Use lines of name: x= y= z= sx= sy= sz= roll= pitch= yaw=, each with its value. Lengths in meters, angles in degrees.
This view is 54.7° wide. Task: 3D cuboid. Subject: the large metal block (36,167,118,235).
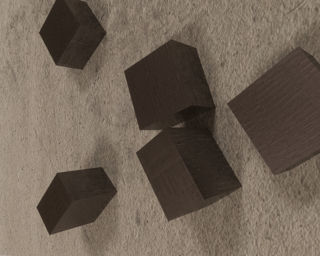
large metal block: x=-0.126 y=0.108 z=0.470 sx=0.050 sy=0.081 sz=0.080 roll=51 pitch=120 yaw=27

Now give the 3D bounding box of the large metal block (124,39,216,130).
large metal block: x=0.010 y=-0.048 z=0.379 sx=0.080 sy=0.050 sz=0.080 roll=-25 pitch=75 yaw=37

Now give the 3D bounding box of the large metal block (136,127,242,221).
large metal block: x=0.033 y=0.046 z=0.341 sx=0.050 sy=0.081 sz=0.080 roll=-41 pitch=65 yaw=32

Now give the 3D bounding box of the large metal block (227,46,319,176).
large metal block: x=0.124 y=-0.014 z=0.285 sx=0.080 sy=0.050 sz=0.080 roll=-42 pitch=65 yaw=31

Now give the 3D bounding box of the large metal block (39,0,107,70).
large metal block: x=-0.144 y=-0.155 z=0.504 sx=0.080 sy=0.050 sz=0.080 roll=-47 pitch=62 yaw=29
